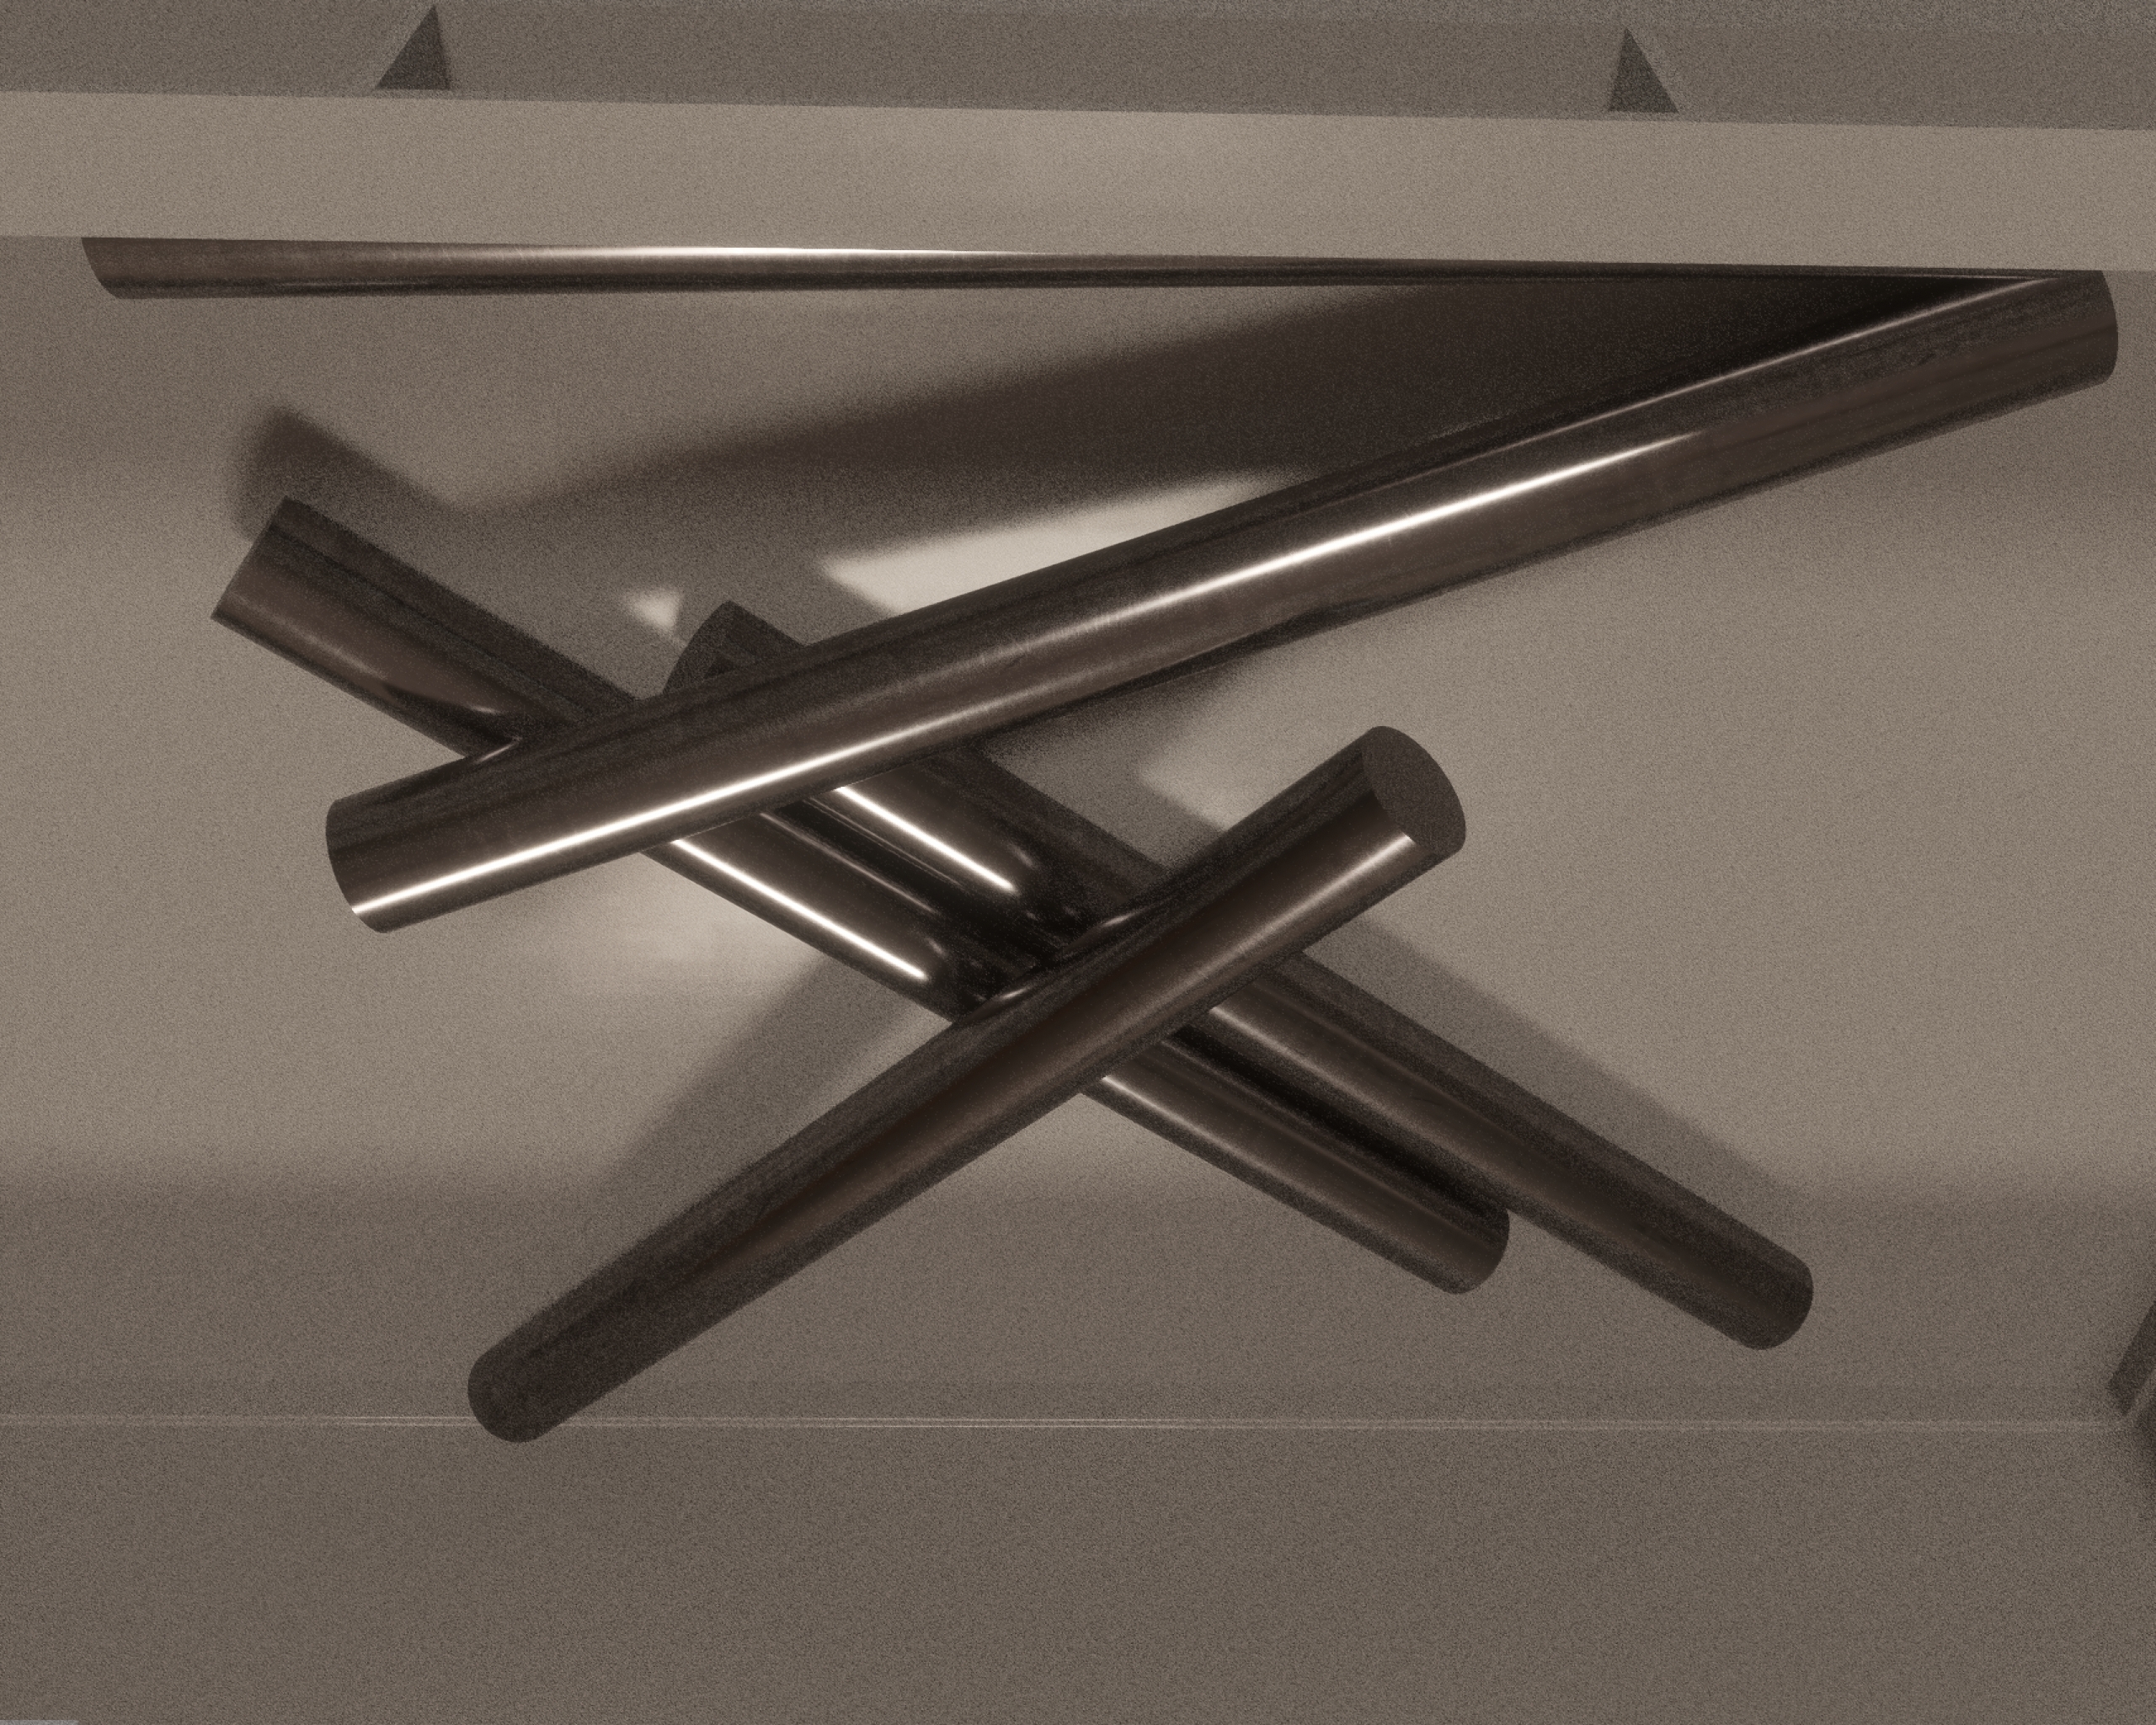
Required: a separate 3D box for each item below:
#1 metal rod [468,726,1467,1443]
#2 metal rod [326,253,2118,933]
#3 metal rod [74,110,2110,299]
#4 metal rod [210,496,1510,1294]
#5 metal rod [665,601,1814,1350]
[{"bbox_3d":[-0.042,0.060,0.432,0.025,0.025,0.299,34,130,-26],"label":"metal rod"},{"bbox_3d":[0.018,-0.044,0.350,0.301,0.025,0.025,-17,129,6],"label":"metal rod"},{"bbox_3d":[0.003,-0.101,0.322,0.302,0.025,0.025,-1,130,0],"label":"metal rod"},{"bbox_3d":[-0.026,0.018,0.423,0.301,0.025,0.025,31,123,-24],"label":"metal rod"},{"bbox_3d":[0.049,0.034,0.438,0.301,0.025,0.025,31,123,-24],"label":"metal rod"}]
